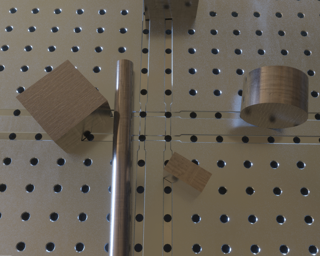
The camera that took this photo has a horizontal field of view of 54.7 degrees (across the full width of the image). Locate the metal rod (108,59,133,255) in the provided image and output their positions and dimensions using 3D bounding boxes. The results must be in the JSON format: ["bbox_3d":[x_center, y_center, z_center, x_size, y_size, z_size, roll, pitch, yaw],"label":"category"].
[{"bbox_3d":[-0.049,0.048,0.393,0.025,0.025,0.299,-1,70,-1],"label":"metal rod"}]

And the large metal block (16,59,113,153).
[{"bbox_3d":[-0.122,-0.028,0.407,0.080,0.050,0.080,-41,75,-14],"label":"large metal block"}]

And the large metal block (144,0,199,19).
[{"bbox_3d":[0.015,-0.219,0.479,0.081,0.050,0.080,-3,70,-2],"label":"large metal block"}]

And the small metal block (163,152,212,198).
[{"bbox_3d":[0.032,0.058,0.378,0.050,0.050,0.025,30,73,10],"label":"small metal block"}]

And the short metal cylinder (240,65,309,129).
[{"bbox_3d":[0.147,-0.037,0.398,0.080,0.080,0.050,10,71,3],"label":"short metal cylinder"}]
